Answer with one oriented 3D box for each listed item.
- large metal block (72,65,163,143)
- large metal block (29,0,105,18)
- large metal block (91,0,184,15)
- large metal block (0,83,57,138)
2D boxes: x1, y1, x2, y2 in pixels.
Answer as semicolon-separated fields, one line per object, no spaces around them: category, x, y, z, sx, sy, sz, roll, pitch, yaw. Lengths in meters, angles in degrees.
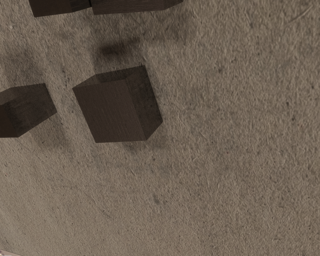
large metal block;-0.052;-0.029;0.399;0.080;0.050;0.080;-4;117;30
large metal block;-0.096;-0.165;0.318;0.050;0.080;0.079;4;120;26
large metal block;-0.027;-0.160;0.305;0.080;0.050;0.079;6;121;25
large metal block;-0.221;-0.027;0.469;0.080;0.080;0.050;-2;118;29
